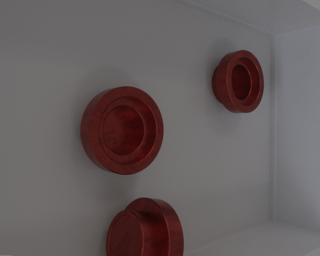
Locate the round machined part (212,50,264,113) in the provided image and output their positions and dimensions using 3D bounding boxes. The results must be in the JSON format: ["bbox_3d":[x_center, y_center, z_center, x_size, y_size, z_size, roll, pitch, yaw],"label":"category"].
[{"bbox_3d":[0.121,-0.072,0.497,0.099,0.042,0.097,0,90,-40],"label":"round machined part"}]

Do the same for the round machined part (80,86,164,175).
[{"bbox_3d":[-0.046,0.003,0.357,0.099,0.042,0.097,0,90,-40],"label":"round machined part"}]

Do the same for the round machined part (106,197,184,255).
[{"bbox_3d":[-0.023,0.126,0.340,0.042,0.098,0.098,18,79,-39],"label":"round machined part"}]
